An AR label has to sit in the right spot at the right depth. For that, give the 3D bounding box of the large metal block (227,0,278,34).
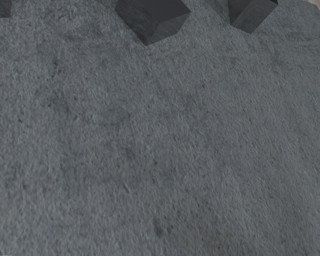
[{"bbox_3d":[0.184,-0.253,0.625,0.050,0.080,0.080,15,56,-20],"label":"large metal block"}]

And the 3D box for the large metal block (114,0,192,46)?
[{"bbox_3d":[-0.011,-0.189,0.498,0.080,0.050,0.081,50,51,6],"label":"large metal block"}]

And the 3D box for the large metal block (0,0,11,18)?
[{"bbox_3d":[-0.235,-0.179,0.371,0.081,0.050,0.080,-18,72,-35],"label":"large metal block"}]
